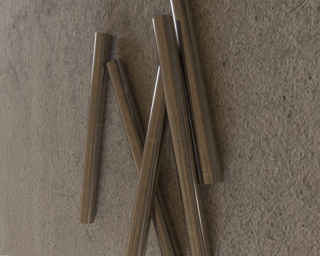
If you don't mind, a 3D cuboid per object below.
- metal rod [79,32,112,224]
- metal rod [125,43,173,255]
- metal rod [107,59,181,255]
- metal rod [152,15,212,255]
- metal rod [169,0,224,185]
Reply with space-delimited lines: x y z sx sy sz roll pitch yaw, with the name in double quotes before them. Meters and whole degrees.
"metal rod" -0.103 0.003 0.490 0.025 0.025 0.298 11 97 39
"metal rod" -0.011 0.043 0.389 0.025 0.025 0.298 9 88 39
"metal rod" -0.024 0.043 0.424 0.025 0.025 0.299 -28 73 36
"metal rod" 0.027 0.018 0.365 0.025 0.025 0.298 -10 89 39
"metal rod" 0.037 -0.083 0.374 0.025 0.025 0.298 -16 80 39
